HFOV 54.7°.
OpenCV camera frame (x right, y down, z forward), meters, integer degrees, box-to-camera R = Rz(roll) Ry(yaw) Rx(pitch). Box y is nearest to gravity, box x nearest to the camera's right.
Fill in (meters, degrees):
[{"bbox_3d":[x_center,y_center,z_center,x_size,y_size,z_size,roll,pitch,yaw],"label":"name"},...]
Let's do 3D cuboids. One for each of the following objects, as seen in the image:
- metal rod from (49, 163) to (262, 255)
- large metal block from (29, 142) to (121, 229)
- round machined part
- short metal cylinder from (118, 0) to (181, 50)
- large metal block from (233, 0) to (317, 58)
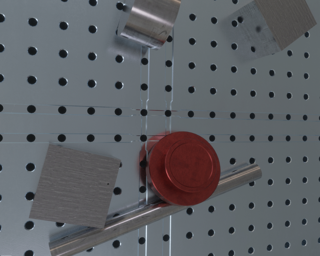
[{"bbox_3d":[0.009,0.106,0.416,0.302,0.025,0.025,-17,96,-19],"label":"metal rod"},{"bbox_3d":[-0.099,0.065,0.363,0.081,0.050,0.080,15,85,-20],"label":"large metal block"},{"bbox_3d":[0.034,0.051,0.403,0.099,0.042,0.098,4,73,-14],"label":"round machined part"},{"bbox_3d":[-0.015,-0.142,0.378,0.050,0.080,0.080,16,85,-20],"label":"short metal cylinder"},{"bbox_3d":[0.172,-0.164,0.463,0.080,0.050,0.080,-37,102,-16],"label":"large metal block"}]
